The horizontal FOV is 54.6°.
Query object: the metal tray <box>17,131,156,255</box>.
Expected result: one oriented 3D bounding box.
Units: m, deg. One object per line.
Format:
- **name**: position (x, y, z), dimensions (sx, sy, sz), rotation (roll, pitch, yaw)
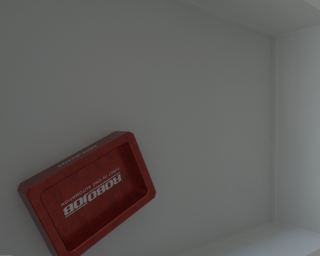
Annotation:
- **metal tray**: position (-0.072, 0.070, 0.342), dimensions (0.131, 0.030, 0.090), rotation (-31, 110, -35)
